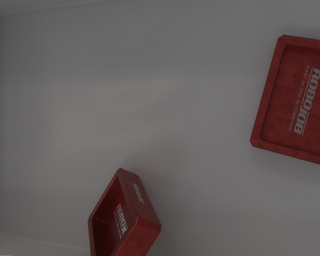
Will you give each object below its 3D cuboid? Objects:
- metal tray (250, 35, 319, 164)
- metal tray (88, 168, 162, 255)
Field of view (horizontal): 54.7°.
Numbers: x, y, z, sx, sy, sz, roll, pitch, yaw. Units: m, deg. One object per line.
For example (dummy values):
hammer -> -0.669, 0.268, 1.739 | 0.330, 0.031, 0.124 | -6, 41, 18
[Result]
metal tray -> 0.163, -0.031, 0.349 | 0.090, 0.030, 0.129 | 16, 95, 19
metal tray -> -0.049, 0.115, 0.374 | 0.030, 0.130, 0.090 | 29, 97, -22
